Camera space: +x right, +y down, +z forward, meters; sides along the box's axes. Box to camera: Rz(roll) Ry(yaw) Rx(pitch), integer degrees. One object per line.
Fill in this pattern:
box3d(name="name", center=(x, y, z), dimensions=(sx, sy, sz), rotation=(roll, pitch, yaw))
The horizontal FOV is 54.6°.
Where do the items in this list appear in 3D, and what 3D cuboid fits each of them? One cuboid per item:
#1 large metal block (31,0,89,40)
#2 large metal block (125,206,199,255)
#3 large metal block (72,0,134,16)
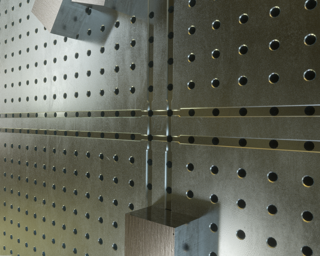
box3d(name="large metal block", center=(-0.170, -0.213, 0.535), dimensions=(0.080, 0.050, 0.080), rotation=(47, 118, 30))
box3d(name="large metal block", center=(0.001, 0.151, 0.393), dimensions=(0.080, 0.050, 0.080), rotation=(2, 91, 40))
box3d(name="large metal block", center=(-0.080, -0.219, 0.461), dimensions=(0.080, 0.050, 0.080), rotation=(24, 105, 37))
